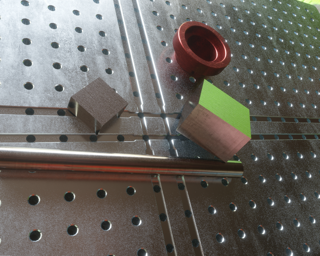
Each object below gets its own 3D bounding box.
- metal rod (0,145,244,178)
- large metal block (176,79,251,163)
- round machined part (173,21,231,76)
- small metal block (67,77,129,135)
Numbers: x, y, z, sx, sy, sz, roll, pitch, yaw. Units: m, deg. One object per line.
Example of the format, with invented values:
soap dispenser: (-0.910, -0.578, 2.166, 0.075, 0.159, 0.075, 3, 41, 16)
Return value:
metal rod: (-0.027, 0.043, 0.368, 0.302, 0.025, 0.025, 6, 59, -26)
large metal block: (0.076, -0.012, 0.427, 0.080, 0.050, 0.080, 33, 32, -7)
round machined part: (0.064, -0.125, 0.510, 0.099, 0.042, 0.098, 14, 56, -21)
small metal block: (-0.077, -0.028, 0.385, 0.050, 0.025, 0.050, 42, 51, 1)
